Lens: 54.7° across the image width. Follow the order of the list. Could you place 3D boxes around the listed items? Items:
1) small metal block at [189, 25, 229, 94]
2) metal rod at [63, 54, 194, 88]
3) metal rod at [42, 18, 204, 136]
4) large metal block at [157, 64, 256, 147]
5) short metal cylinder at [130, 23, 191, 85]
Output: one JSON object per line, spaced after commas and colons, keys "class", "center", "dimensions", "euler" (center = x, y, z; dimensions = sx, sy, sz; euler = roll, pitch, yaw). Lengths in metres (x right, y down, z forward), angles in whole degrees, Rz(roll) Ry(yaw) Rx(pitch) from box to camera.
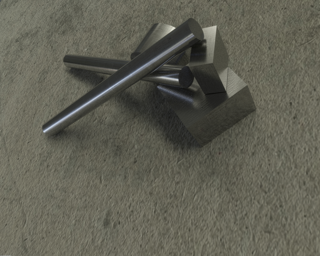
{"class": "small metal block", "center": [0.055, -0.073, 0.336], "dimensions": [0.025, 0.050, 0.050], "euler": [-4, 60, 26]}
{"class": "metal rod", "center": [-0.068, -0.090, 0.458], "dimensions": [0.300, 0.025, 0.025], "euler": [19, 71, 47]}
{"class": "metal rod", "center": [-0.070, -0.049, 0.402], "dimensions": [0.299, 0.025, 0.025], "euler": [-25, 50, 38]}
{"class": "large metal block", "center": [0.056, -0.038, 0.380], "dimensions": [0.080, 0.050, 0.080], "euler": [-36, 51, 5]}
{"class": "short metal cylinder", "center": [0.007, -0.096, 0.426], "dimensions": [0.080, 0.080, 0.050], "euler": [23, 74, 36]}
